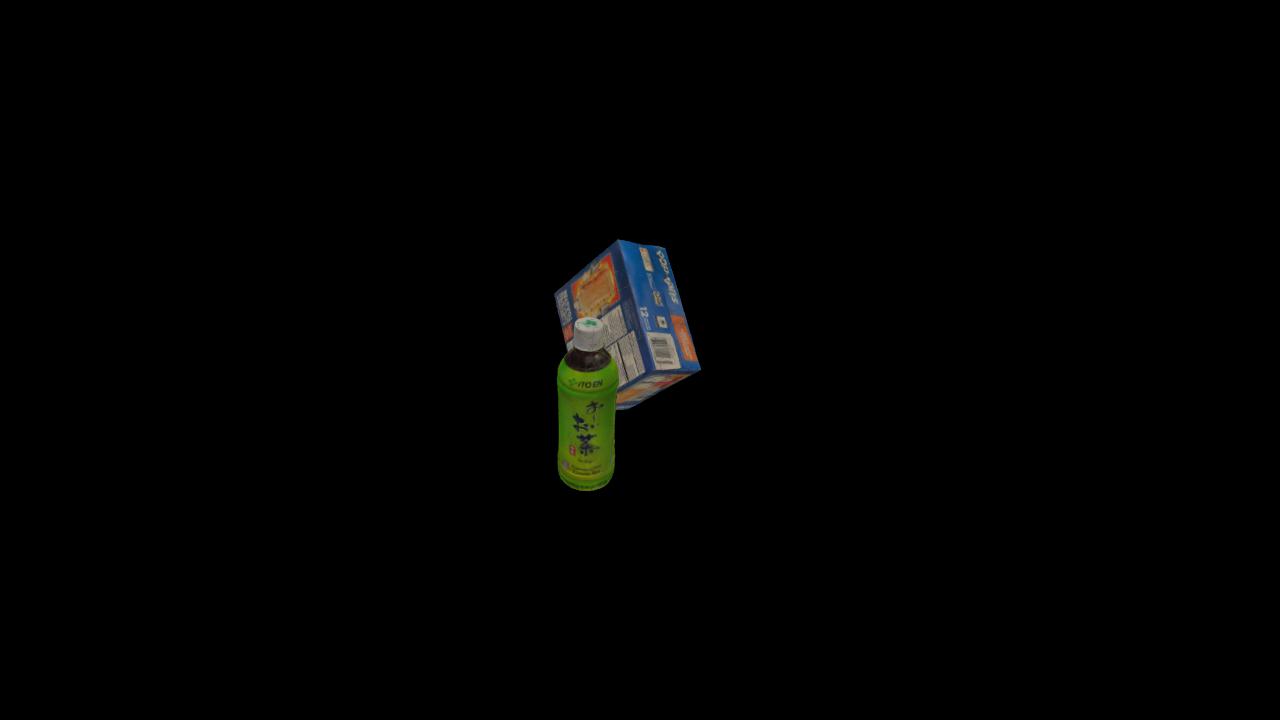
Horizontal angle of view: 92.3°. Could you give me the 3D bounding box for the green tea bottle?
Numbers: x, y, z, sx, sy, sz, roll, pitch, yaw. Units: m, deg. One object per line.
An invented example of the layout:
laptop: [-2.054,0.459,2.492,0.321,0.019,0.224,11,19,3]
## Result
green tea bottle: [-0.060,0.050,0.690,0.073,0.212,0.073,1,34,-1]

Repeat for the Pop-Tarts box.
Pop-Tarts box: [-0.020,-0.037,0.755,0.083,0.167,0.141,3,-26,-43]
